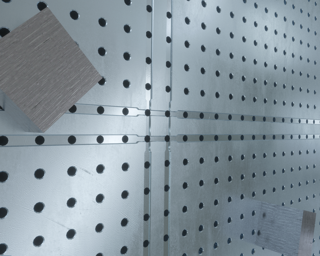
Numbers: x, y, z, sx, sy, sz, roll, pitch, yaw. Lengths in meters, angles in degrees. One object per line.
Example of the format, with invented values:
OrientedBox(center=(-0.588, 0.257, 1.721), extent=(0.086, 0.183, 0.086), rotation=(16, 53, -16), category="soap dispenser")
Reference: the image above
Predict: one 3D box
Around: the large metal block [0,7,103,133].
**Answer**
OrientedBox(center=(-0.117, -0.052, 0.294), extent=(0.080, 0.050, 0.080), rotation=(-51, 120, -28), category="large metal block")

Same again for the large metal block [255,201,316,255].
OrientedBox(center=(0.227, 0.184, 0.562), extent=(0.050, 0.080, 0.080), rotation=(20, 77, -38), category="large metal block")
